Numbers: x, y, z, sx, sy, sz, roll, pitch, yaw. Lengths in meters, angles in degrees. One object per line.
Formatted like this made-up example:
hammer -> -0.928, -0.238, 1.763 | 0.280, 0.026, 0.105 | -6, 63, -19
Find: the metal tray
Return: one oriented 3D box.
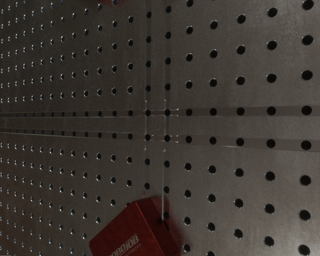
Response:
metal tray -> -0.041, 0.171, 0.438 | 0.129, 0.030, 0.090 | -47, 63, 29
